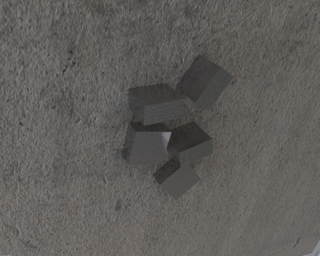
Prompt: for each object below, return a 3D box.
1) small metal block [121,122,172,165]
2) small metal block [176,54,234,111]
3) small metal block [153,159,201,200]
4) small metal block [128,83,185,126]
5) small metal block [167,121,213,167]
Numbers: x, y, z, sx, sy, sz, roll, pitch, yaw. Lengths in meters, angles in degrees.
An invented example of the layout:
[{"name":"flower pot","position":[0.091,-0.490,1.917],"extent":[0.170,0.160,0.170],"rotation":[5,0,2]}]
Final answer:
[{"name":"small metal block","position":[-0.018,0.021,0.409],"extent":[0.050,0.025,0.050],"rotation":[1,118,-29]},{"name":"small metal block","position":[0.054,-0.057,0.385],"extent":[0.025,0.050,0.050],"rotation":[26,104,-37]},{"name":"small metal block","position":[0.026,0.074,0.466],"extent":[0.050,0.025,0.050],"rotation":[-41,130,-1]},{"name":"small metal block","position":[-0.005,-0.030,0.369],"extent":[0.050,0.050,0.025],"rotation":[-13,124,-22]},{"name":"small metal block","position":[0.037,0.021,0.424],"extent":[0.050,0.050,0.025],"rotation":[-22,127,-16]}]
